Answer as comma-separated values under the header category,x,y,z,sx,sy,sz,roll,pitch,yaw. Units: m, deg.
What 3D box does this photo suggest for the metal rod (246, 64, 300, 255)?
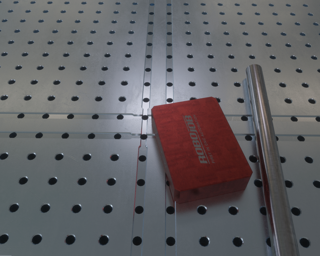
category,x,y,z,sx,sy,sz,roll,pitch,yaw
metal rod,0.134,0.024,0.387,0.025,0.025,0.300,4,50,3

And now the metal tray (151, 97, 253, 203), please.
category,x,y,z,sx,sy,sz,roll,pitch,yaw
metal tray,0.046,0.021,0.387,0.091,0.030,0.130,-10,51,-9
